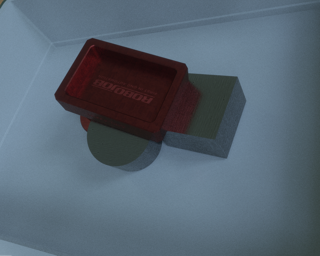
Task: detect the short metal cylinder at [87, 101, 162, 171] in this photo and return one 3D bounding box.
[{"bbox_3d":[-0.043,0.012,0.386,0.080,0.050,0.080,-4,74,15],"label":"short metal cylinder"}]

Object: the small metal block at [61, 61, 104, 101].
[{"bbox_3d":[-0.096,-0.055,0.416,0.025,0.050,0.050,13,68,33],"label":"small metal block"}]

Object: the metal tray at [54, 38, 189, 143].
[{"bbox_3d":[-0.043,-0.047,0.360,0.130,0.030,0.090,19,70,14],"label":"metal tray"}]

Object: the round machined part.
[{"bbox_3d":[-0.076,-0.034,0.452,0.098,0.042,0.098,-13,56,20],"label":"round machined part"}]

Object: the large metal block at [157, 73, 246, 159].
[{"bbox_3d":[0.048,-0.017,0.370,0.080,0.050,0.080,10,67,32],"label":"large metal block"}]
